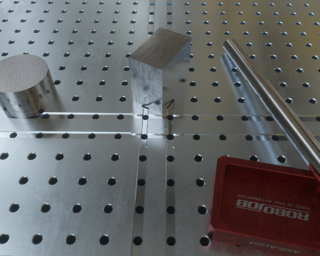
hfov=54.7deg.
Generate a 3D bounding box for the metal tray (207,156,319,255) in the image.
[{"bbox_3d":[0.122,0.084,0.334,0.131,0.030,0.090,9,51,7],"label":"metal tray"}]

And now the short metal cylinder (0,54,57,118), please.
[{"bbox_3d":[-0.194,-0.060,0.440,0.080,0.050,0.080,0,50,0],"label":"short metal cylinder"}]

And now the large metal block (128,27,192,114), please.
[{"bbox_3d":[0.002,-0.082,0.441,0.050,0.080,0.080,24,54,19],"label":"large metal block"}]

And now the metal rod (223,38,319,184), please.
[{"bbox_3d":[0.150,-0.041,0.420,0.025,0.025,0.300,-9,44,-8],"label":"metal rod"}]
